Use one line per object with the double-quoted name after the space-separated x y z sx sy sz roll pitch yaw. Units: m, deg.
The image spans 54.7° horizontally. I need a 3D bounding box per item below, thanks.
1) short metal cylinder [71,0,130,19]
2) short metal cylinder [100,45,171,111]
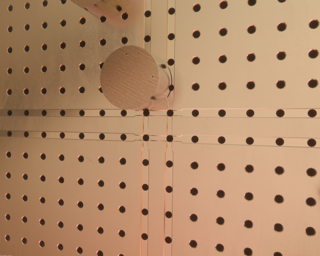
-0.085 -0.200 0.429 0.080 0.050 0.079 0 90 20 "short metal cylinder"
-0.031 -0.063 0.410 0.080 0.050 0.079 0 90 20 "short metal cylinder"
